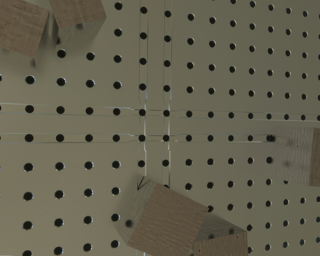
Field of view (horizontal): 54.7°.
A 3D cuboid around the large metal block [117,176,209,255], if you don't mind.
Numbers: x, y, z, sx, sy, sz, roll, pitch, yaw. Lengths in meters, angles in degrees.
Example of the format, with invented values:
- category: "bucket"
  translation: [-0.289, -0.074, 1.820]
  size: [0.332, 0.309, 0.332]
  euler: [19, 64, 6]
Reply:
- category: "large metal block"
  translation: [0.004, 0.119, 0.402]
  size: [0.080, 0.050, 0.080]
  euler: [29, 80, -18]

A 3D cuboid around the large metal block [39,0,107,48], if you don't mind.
- category: "large metal block"
  translation: [-0.104, -0.144, 0.345]
  size: [0.050, 0.080, 0.080]
  euler: [-21, 97, -19]

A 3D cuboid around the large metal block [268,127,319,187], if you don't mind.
- category: "large metal block"
  translation: [0.214, 0.041, 0.465]
  size: [0.050, 0.080, 0.080]
  euler: [7, 88, -20]

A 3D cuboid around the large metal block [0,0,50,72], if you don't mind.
- category: "large metal block"
  translation: [-0.164, -0.101, 0.323]
  size: [0.081, 0.080, 0.050]
  euler: [16, 85, -20]

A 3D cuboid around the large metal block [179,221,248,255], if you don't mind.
- category: "large metal block"
  translation: [0.074, 0.182, 0.428]
  size: [0.081, 0.050, 0.079]
  euler: [-4, 92, -21]
